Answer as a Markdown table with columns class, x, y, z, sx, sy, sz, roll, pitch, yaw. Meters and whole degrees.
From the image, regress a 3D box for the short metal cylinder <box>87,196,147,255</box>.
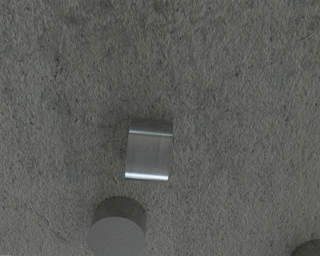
| class | x | y | z | sx | sy | sz | roll | pitch | yaw |
| --- | --- | --- | --- | --- | --- | --- | --- | --- | --- |
| short metal cylinder | -0.060 | 0.147 | 0.450 | 0.081 | 0.050 | 0.079 | 0 | 110 | 0 |

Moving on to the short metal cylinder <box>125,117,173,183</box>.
| class | x | y | z | sx | sy | sz | roll | pitch | yaw |
| --- | --- | --- | --- | --- | --- | --- | --- | --- | --- |
| short metal cylinder | -0.014 | 0.027 | 0.390 | 0.050 | 0.080 | 0.079 | 5 | 110 | -2 |

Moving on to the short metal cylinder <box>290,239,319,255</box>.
| class | x | y | z | sx | sy | sz | roll | pitch | yaw |
| --- | --- | --- | --- | --- | --- | --- | --- | --- | --- |
| short metal cylinder | 0.251 | 0.222 | 0.480 | 0.081 | 0.050 | 0.079 | 0 | 110 | 0 |
